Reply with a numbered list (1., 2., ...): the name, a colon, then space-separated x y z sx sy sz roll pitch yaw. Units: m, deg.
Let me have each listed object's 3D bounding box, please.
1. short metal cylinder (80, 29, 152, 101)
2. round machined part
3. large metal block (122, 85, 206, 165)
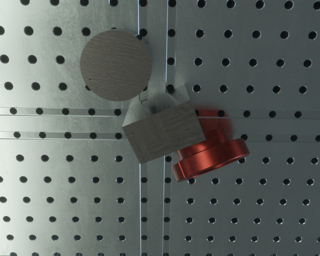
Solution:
1. short metal cylinder: -0.049 -0.077 0.371 0.081 0.050 0.079 0 110 0
2. round machined part: 0.060 0.032 0.395 0.098 0.098 0.042 -23 77 8
3. large metal block: 0.005 -0.007 0.381 0.080 0.080 0.050 -21 108 7
